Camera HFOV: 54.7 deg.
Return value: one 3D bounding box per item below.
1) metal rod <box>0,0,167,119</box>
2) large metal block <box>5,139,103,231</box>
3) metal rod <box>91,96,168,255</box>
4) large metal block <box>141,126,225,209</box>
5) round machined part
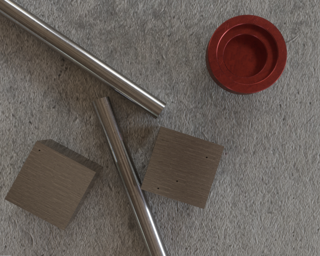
[{"bbox_3d":[-0.123,-0.106,0.408,0.301,0.025,0.025,34,90,-1],"label":"metal rod"},{"bbox_3d":[-0.132,0.069,0.396,0.080,0.050,0.080,29,90,-1],"label":"large metal block"},{"bbox_3d":[-0.027,0.103,0.409,0.025,0.025,0.299,-20,90,0],"label":"metal rod"},{"bbox_3d":[0.027,0.048,0.398,0.080,0.050,0.080,18,90,-1],"label":"large metal block"},{"bbox_3d":[0.108,-0.092,0.403,0.099,0.042,0.097,0,90,-1],"label":"round machined part"}]
